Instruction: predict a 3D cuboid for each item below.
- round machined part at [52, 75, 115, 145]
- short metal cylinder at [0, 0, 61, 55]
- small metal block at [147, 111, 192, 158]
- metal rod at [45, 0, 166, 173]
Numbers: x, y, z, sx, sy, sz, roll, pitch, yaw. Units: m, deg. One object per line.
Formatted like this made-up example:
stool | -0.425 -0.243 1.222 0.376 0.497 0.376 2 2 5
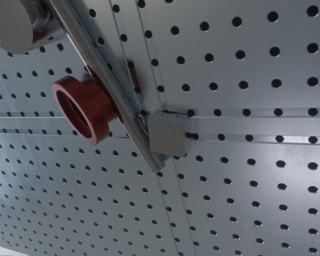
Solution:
round machined part | -0.099 -0.028 0.418 0.098 0.042 0.097 39 151 27
short metal cylinder | -0.178 -0.142 0.401 0.080 0.050 0.079 13 124 21
small metal block | 0.013 0.008 0.409 0.050 0.025 0.050 9 123 23
metal rod | -0.075 -0.068 0.408 0.025 0.025 0.299 -19 109 35
